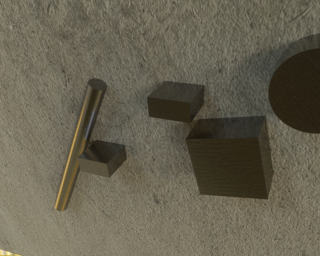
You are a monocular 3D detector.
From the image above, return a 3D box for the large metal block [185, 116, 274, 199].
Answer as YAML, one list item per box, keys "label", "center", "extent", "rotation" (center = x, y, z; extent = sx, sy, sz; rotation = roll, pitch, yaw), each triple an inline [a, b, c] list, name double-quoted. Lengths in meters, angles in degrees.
- label: "large metal block"
  center: [0.085, 0.034, 0.366]
  extent: [0.080, 0.050, 0.080]
  rotation: [-3, 117, 29]

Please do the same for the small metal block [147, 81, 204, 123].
- label: "small metal block"
  center: [0.020, -0.032, 0.360]
  extent: [0.050, 0.050, 0.025]
  rotation: [10, 123, 22]

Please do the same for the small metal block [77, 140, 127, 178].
- label: "small metal block"
  center: [-0.085, 0.045, 0.461]
  extent: [0.050, 0.050, 0.025]
  rotation: [9, 122, 23]

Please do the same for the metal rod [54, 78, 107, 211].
- label: "metal rod"
  center: [-0.137, 0.046, 0.504]
  extent: [0.025, 0.025, 0.298]
  rotation: [33, 128, 6]

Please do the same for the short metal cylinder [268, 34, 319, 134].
- label: "short metal cylinder"
  center: [0.146, -0.042, 0.288]
  extent: [0.080, 0.050, 0.079]
  rotation: [13, 124, 20]
